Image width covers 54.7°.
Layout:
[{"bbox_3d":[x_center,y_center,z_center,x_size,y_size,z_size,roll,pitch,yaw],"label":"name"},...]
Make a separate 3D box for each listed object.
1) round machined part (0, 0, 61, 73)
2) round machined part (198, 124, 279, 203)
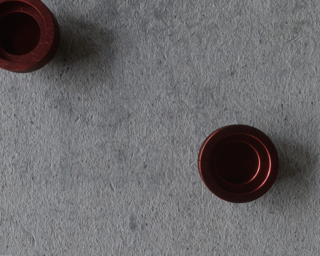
[{"bbox_3d":[-0.178,-0.119,0.400,0.099,0.042,0.097,0,90,0],"label":"round machined part"},{"bbox_3d":[0.098,0.044,0.402,0.099,0.042,0.097,0,90,0],"label":"round machined part"}]
